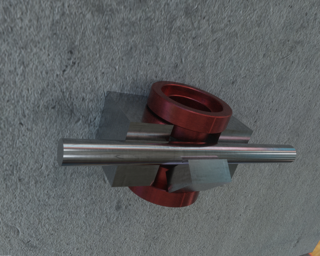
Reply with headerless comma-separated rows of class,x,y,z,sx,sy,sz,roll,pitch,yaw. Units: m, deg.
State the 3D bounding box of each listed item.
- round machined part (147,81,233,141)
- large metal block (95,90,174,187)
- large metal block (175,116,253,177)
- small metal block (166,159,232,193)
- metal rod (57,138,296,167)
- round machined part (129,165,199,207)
round machined part,0.032,-0.017,0.368,0.099,0.098,0.042,4,118,-30
large metal block,-0.035,0.011,0.360,0.050,0.080,0.079,4,116,-31
large metal block,0.067,0.018,0.421,0.050,0.080,0.079,4,117,-30
small metal block,0.042,0.054,0.343,0.050,0.025,0.050,2,158,-28
metal rod,0.044,0.028,0.346,0.302,0.025,0.025,3,117,-30
round machined part,0.008,0.056,0.400,0.099,0.098,0.042,4,111,-31
